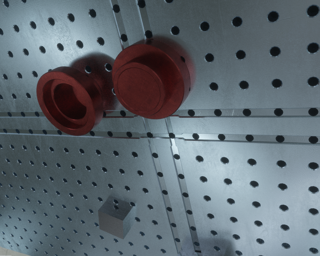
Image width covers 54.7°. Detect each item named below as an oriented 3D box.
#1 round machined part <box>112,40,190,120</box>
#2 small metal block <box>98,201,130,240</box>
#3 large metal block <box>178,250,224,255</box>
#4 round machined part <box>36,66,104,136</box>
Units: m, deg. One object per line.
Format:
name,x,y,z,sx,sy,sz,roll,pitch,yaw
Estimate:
round machined part,-0.017,-0.053,0.376,0.098,0.042,0.097,13,124,21
small metal block,-0.082,0.166,0.557,0.050,0.025,0.050,16,125,19
large metal block,0.072,0.257,0.516,0.080,0.050,0.080,-6,115,31
round machined part,-0.121,-0.041,0.439,0.098,0.042,0.097,13,124,21
